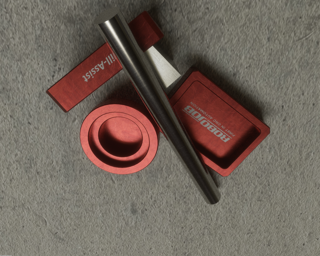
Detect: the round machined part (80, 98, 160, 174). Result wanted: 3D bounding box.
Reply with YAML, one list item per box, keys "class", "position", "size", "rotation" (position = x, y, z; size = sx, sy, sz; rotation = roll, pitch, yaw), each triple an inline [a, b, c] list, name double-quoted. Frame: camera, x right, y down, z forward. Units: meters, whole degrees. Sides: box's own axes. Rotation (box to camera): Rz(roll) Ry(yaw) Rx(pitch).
- class: "round machined part"
  position: [-0.049, 0.008, 0.400]
  size: [0.099, 0.042, 0.097]
  rotation: [2, 113, 5]

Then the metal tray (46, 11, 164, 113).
- class: "metal tray"
  position: [-0.057, -0.077, 0.346]
  size: [0.130, 0.090, 0.030]
  rotation: [-35, 107, 12]

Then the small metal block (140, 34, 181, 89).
- class: "small metal block"
  position: [-0.005, -0.080, 0.363]
  size: [0.025, 0.050, 0.050]
  rotation: [-40, 120, 16]

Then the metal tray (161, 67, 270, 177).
- class: "metal tray"
  position: [0.065, -0.006, 0.407]
  size: [0.130, 0.030, 0.090]
  rotation: [36, 106, -13]

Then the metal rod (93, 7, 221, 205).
- class: "metal rod"
  position: [0.016, 0.003, 0.355]
  size: [0.025, 0.025, 0.299]
  rotation: [-25, 130, 8]
